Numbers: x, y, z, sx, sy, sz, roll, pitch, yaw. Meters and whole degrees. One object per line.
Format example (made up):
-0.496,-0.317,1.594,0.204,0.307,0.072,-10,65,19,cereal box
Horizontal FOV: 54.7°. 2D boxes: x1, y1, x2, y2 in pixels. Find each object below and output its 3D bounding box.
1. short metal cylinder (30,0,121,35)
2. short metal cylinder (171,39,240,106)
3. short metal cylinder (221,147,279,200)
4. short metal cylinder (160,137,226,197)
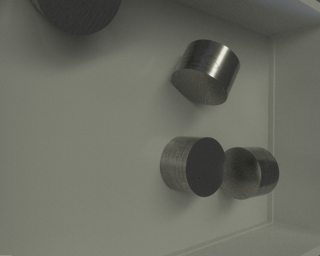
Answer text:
-0.084,-0.137,0.299,0.081,0.050,0.079,-19,130,-24,short metal cylinder
0.063,-0.074,0.426,0.080,0.080,0.050,41,65,-33,short metal cylinder
0.138,0.070,0.490,0.050,0.080,0.079,2,89,-40,short metal cylinder
0.047,0.052,0.432,0.081,0.050,0.079,0,90,-40,short metal cylinder
